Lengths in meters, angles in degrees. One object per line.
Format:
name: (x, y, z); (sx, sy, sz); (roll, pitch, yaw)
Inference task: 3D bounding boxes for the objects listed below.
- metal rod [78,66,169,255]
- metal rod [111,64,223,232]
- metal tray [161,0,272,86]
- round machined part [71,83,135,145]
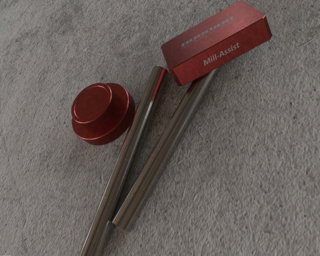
metal rod: (-0.045, 0.048, 0.396); (0.025, 0.025, 0.300); (6, 64, 30)
metal rod: (0.028, -0.011, 0.395); (0.025, 0.025, 0.300); (19, 72, 35)
metal tray: (0.070, -0.116, 0.416); (0.130, 0.030, 0.090); (-27, 33, 10)
round machined part: (-0.089, -0.027, 0.455); (0.098, 0.042, 0.098); (-13, 56, 20)
